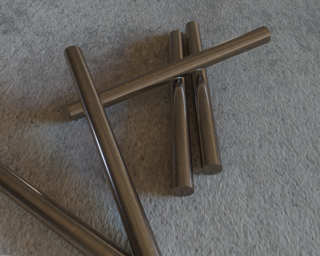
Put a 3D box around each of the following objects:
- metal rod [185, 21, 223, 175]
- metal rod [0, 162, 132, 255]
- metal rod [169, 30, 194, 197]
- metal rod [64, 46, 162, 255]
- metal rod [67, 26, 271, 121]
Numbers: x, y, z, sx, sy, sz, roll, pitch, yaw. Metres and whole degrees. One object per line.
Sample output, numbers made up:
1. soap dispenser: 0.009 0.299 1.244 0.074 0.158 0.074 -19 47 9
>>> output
1. metal rod: 0.059 -0.066 0.459 0.025 0.025 0.300 0 50 -1
2. metal rod: -0.156 0.069 0.343 0.301 0.025 0.025 27 55 20
3. metal rod: 0.027 -0.044 0.440 0.025 0.025 0.300 1 50 0
4. metal rod: -0.066 0.011 0.366 0.025 0.025 0.299 -18 60 -15
5. metal rod: 0.017 -0.079 0.437 0.302 0.025 0.025 -23 53 -7
